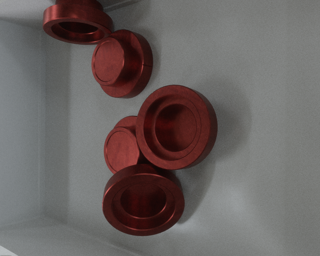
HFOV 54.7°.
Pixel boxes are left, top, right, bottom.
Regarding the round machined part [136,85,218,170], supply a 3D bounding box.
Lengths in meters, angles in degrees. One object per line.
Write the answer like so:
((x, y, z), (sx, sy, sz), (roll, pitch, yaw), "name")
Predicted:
((0.023, 0.000, 0.369), (0.098, 0.042, 0.097), (-3, 85, 32), "round machined part")

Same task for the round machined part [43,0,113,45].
((-0.119, -0.160, 0.455), (0.098, 0.099, 0.042), (-3, 83, 39), "round machined part")

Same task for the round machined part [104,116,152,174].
((-0.039, 0.032, 0.426), (0.098, 0.042, 0.097), (0, 90, 39), "round machined part")

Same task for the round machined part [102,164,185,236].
((-0.021, 0.085, 0.388), (0.097, 0.099, 0.042), (-60, 17, 23), "round machined part")

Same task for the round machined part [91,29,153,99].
((-0.060, -0.092, 0.443), (0.098, 0.042, 0.097), (0, 90, 39), "round machined part")
